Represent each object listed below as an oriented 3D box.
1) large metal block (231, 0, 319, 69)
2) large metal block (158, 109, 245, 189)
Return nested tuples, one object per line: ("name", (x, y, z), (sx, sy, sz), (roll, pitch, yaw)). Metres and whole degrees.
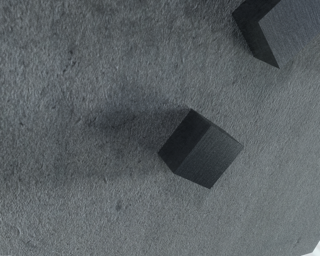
("large metal block", (0.150, -0.136, 0.388), (0.080, 0.050, 0.080), (-44, 129, 2))
("large metal block", (0.059, 0.032, 0.442), (0.080, 0.050, 0.080), (29, 102, -38))
